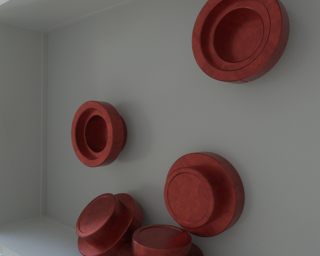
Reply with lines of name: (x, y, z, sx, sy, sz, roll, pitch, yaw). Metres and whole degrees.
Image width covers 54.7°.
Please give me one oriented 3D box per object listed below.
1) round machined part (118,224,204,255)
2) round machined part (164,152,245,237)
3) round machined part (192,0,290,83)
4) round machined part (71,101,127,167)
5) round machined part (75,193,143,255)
round machined part: (0.002, 0.144, 0.357, 0.098, 0.099, 0.042, 6, 96, 40)
round machined part: (0.043, 0.078, 0.360, 0.098, 0.042, 0.097, 0, 90, 40)
round machined part: (0.086, -0.095, 0.325, 0.098, 0.042, 0.097, 0, 90, 40)
round machined part: (-0.088, 0.008, 0.469, 0.098, 0.042, 0.097, 0, 90, 40)
round machined part: (-0.075, 0.128, 0.421, 0.098, 0.042, 0.098, -29, 28, 18)
